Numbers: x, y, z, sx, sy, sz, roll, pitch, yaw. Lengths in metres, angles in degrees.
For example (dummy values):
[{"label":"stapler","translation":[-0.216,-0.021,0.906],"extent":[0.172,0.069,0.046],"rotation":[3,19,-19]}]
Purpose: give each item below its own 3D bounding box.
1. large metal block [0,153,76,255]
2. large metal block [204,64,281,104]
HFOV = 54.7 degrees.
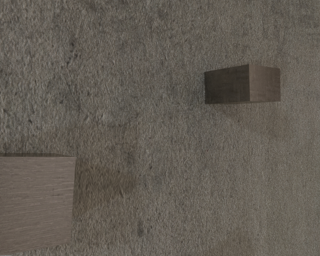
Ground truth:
[{"label":"large metal block","translation":[-0.128,0.064,0.281],"extent":[0.081,0.050,0.080],"rotation":[5,87,-40]},{"label":"large metal block","translation":[0.126,-0.063,0.474],"extent":[0.081,0.080,0.050],"rotation":[-4,93,-40]}]
